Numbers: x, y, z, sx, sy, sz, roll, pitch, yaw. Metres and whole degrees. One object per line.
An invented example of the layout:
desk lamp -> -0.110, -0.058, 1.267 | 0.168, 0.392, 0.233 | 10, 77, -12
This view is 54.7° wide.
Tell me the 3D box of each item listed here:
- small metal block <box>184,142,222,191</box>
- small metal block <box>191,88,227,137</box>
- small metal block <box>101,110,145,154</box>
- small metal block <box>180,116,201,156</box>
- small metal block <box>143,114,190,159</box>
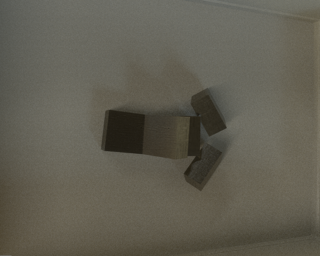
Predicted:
small metal block -> 0.058, 0.053, 0.416 | 0.025, 0.050, 0.050 | 32, 76, 18
small metal block -> 0.066, -0.023, 0.418 | 0.025, 0.050, 0.050 | -28, 102, 15
small metal block -> -0.045, 0.005, 0.392 | 0.050, 0.025, 0.050 | 7, 88, -20
small metal block -> 0.030, 0.010, 0.408 | 0.025, 0.050, 0.050 | 1, 90, -20
small metal block -> 0.007, 0.010, 0.380 | 0.025, 0.050, 0.050 | 1, 93, -52
